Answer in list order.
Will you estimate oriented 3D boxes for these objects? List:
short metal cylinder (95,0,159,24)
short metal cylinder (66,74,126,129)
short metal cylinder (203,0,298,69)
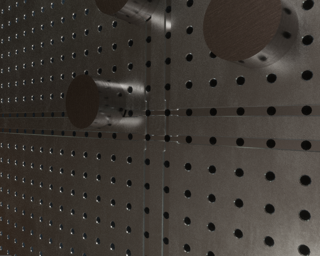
[{"bbox_3d":[-0.045,-0.191,0.428,0.080,0.050,0.079,0,90,39],"label":"short metal cylinder"},{"bbox_3d":[-0.099,-0.039,0.472,0.080,0.050,0.079,0,90,39],"label":"short metal cylinder"},{"bbox_3d":[0.092,-0.104,0.316,0.080,0.050,0.079,0,90,39],"label":"short metal cylinder"}]
